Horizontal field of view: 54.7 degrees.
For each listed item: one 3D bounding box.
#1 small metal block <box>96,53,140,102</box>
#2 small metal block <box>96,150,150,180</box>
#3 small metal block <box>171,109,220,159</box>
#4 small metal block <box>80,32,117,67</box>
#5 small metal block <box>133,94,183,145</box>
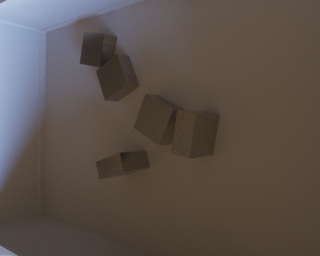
[{"bbox_3d":[-0.063,-0.073,0.457,0.050,0.025,0.050,-30,72,35],"label":"small metal block"},{"bbox_3d":[-0.052,0.051,0.431,0.050,0.050,0.025,-23,76,37],"label":"small metal block"},{"bbox_3d":[0.041,0.006,0.355,0.025,0.050,0.050,14,99,39],"label":"small metal block"},{"bbox_3d":[-0.097,-0.121,0.484,0.050,0.025,0.050,17,101,38],"label":"small metal block"},{"bbox_3d":[-0.002,-0.012,0.407,0.050,0.025,0.050,32,110,35],"label":"small metal block"}]
